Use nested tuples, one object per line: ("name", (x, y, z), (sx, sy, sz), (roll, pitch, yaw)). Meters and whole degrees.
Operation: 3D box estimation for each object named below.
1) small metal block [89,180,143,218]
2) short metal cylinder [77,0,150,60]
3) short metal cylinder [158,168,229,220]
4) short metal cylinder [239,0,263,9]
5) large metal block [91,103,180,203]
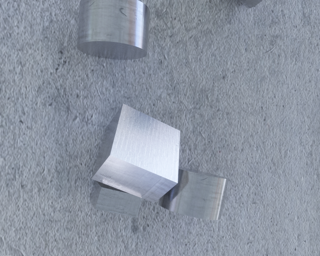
("small metal block", (-0.055, 0.085, 0.376), (0.050, 0.050, 0.025), (18, 84, -19))
("short metal cylinder", (-0.053, -0.114, 0.360), (0.081, 0.080, 0.050), (4, 89, -20))
("short metal cylinder", (0.043, 0.080, 0.396), (0.081, 0.080, 0.050), (14, 86, -20))
("short metal cylinder", (0.132, -0.215, 0.428), (0.050, 0.080, 0.080), (36, 78, -17))
("large metal block", (-0.025, 0.030, 0.365), (0.080, 0.050, 0.080), (26, 42, -18))
